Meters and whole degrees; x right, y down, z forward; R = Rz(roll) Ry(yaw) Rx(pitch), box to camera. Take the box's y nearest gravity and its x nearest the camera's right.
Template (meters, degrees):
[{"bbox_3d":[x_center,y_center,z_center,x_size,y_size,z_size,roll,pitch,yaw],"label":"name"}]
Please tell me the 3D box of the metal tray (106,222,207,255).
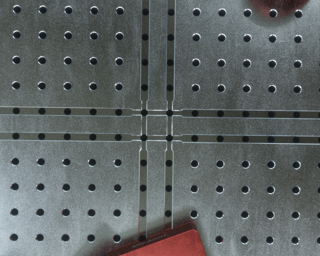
[{"bbox_3d":[0.001,0.192,0.411,0.131,0.030,0.090,-20,90,0],"label":"metal tray"}]
